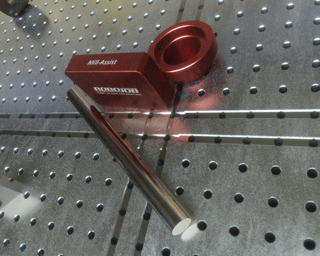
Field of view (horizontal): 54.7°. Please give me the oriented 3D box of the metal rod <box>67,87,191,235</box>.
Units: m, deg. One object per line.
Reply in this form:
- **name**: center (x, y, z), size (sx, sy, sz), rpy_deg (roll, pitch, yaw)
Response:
- **metal rod**: center (-0.060, 0.024, 0.425), size (0.025, 0.025, 0.300), rpy_deg (-44, 51, -2)

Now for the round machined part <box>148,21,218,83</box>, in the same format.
- **round machined part**: center (0.034, -0.103, 0.439), size (0.098, 0.042, 0.098), rpy_deg (-14, 52, 19)

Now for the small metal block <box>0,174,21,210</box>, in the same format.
- **small metal block**: center (-0.250, 0.096, 0.464), size (0.050, 0.050, 0.025), rpy_deg (-39, 51, 2)

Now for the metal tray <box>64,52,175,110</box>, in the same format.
- **metal tray**: center (-0.056, -0.064, 0.435), size (0.130, 0.090, 0.030), rpy_deg (6, 65, 30)

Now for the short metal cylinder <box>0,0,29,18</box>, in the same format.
- **short metal cylinder**: center (-0.376, -0.322, 0.768), size (0.080, 0.080, 0.050), rpy_deg (14, 69, 33)
